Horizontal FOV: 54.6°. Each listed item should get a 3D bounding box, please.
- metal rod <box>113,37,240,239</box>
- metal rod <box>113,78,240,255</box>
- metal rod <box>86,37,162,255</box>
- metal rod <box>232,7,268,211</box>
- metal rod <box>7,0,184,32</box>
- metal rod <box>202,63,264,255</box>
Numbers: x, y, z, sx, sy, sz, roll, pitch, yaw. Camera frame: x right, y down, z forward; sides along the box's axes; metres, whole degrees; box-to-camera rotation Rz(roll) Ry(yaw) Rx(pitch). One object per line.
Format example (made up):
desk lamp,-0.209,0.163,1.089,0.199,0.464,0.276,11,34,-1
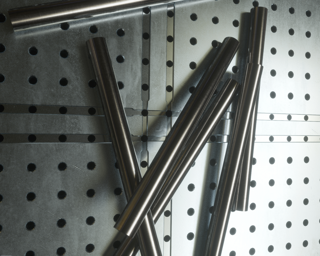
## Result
metal rod,0.032,-0.004,0.395,0.025,0.025,0.300,38,67,-16
metal rod,0.025,0.058,0.421,0.025,0.025,0.300,37,78,-16
metal rod,-0.041,0.037,0.380,0.025,0.025,0.299,-14,89,-19
metal rod,0.132,-0.029,0.460,0.025,0.025,0.299,7,88,-20
metal rod,-0.033,-0.166,0.399,0.302,0.025,0.025,-19,97,-19
metal rod,0.100,0.058,0.437,0.025,0.025,0.299,13,90,-20
